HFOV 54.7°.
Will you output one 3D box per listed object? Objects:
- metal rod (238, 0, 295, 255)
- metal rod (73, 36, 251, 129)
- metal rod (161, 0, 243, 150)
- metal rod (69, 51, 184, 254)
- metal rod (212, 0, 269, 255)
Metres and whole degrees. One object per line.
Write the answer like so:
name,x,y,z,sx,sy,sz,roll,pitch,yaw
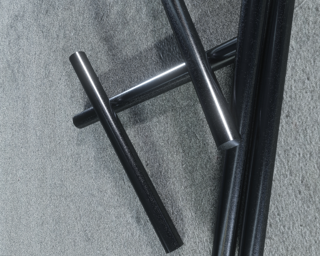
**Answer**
metal rod,0.107,0.012,0.315,0.025,0.025,0.298,9,96,39
metal rod,-0.021,-0.049,0.420,0.299,0.025,0.025,-19,78,38
metal rod,0.027,-0.115,0.355,0.025,0.025,0.299,-34,61,34
metal rod,-0.051,0.023,0.421,0.025,0.025,0.299,-37,75,33
metal rod,0.081,0.012,0.322,0.025,0.025,0.298,12,102,39
